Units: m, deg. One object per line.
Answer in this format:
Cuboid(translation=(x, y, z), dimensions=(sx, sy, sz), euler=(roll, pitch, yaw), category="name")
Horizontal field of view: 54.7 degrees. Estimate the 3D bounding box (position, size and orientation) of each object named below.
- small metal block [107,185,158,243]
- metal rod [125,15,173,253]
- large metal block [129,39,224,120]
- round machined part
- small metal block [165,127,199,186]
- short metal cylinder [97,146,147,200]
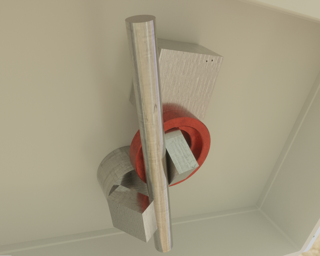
Cuboid(translation=(-0.032, 0.102, 0.370), dimensions=(0.025, 0.050, 0.050), euler=(-44, 139, -44), category="small metal block")
Cuboid(translation=(-0.005, 0.034, 0.336), dimensions=(0.025, 0.025, 0.298), euler=(-18, 126, -19), category="metal rod")
Cuboid(translation=(0.017, -0.057, 0.365), dimensions=(0.081, 0.050, 0.079), euler=(0, 119, -29), category="large metal block")
Cuboid(translation=(0.009, 0.021, 0.377), dimensions=(0.099, 0.042, 0.097), euler=(-14, 125, -21), category="round machined part")
Cuboid(translation=(0.015, 0.034, 0.359), dimensions=(0.025, 0.050, 0.050), euler=(-19, 161, -22), category="small metal block")
Cuboid(translation=(-0.038, 0.071, 0.416), dimensions=(0.081, 0.050, 0.079), euler=(-14, 125, -21), category="short metal cylinder")
